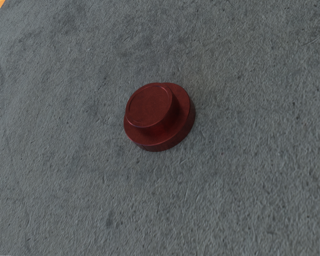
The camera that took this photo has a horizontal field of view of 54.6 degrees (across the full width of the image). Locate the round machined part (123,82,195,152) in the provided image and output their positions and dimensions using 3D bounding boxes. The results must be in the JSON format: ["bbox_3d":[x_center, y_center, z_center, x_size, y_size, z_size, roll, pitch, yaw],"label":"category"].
[{"bbox_3d":[-0.006,-0.021,0.410,0.098,0.042,0.098,-13,56,21],"label":"round machined part"}]
